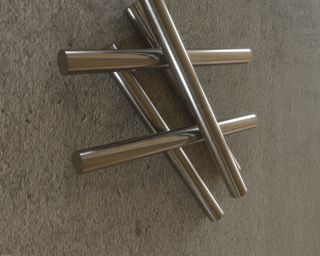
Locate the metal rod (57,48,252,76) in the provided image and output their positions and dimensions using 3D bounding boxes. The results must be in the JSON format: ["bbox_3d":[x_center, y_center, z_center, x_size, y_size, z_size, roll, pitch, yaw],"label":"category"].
[{"bbox_3d":[0.020,-0.088,0.393,0.302,0.025,0.025,-13,98,-40],"label":"metal rod"}]

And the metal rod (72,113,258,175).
[{"bbox_3d":[0.032,0.012,0.403,0.302,0.025,0.025,-11,98,-40],"label":"metal rod"}]

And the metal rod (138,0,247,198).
[{"bbox_3d":[0.046,-0.032,0.382,0.025,0.025,0.299,-42,116,-32],"label":"metal rod"}]

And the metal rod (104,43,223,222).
[{"bbox_3d":[0.012,0.022,0.418,0.025,0.025,0.299,-49,119,-29],"label":"metal rod"}]

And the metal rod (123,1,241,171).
[{"bbox_3d":[0.043,-0.040,0.444,0.025,0.025,0.299,-51,120,-28],"label":"metal rod"}]
